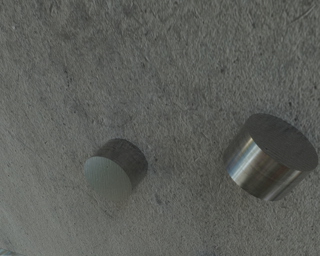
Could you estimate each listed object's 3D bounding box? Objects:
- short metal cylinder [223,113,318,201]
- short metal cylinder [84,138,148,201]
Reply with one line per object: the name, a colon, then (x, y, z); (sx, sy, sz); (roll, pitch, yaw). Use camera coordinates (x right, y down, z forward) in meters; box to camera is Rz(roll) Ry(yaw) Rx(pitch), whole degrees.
short metal cylinder: (0.115, 0.030, 0.329); (0.080, 0.080, 0.050); (32, 129, 7)
short metal cylinder: (-0.065, 0.062, 0.464); (0.080, 0.050, 0.079); (13, 124, 21)
